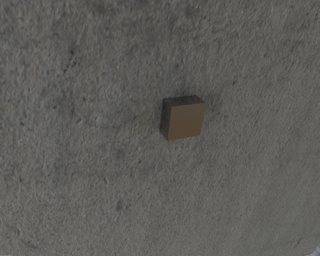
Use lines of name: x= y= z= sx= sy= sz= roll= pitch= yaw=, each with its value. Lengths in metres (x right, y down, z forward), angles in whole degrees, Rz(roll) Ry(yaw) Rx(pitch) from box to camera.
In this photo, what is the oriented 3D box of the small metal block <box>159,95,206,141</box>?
small metal block: x=0.030 y=-0.014 z=0.414 sx=0.050 sy=0.025 sz=0.050 roll=-8 pitch=122 yaw=-24
